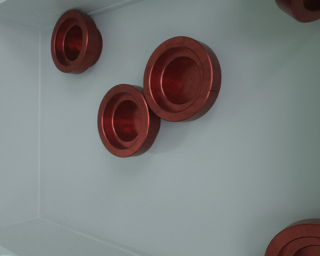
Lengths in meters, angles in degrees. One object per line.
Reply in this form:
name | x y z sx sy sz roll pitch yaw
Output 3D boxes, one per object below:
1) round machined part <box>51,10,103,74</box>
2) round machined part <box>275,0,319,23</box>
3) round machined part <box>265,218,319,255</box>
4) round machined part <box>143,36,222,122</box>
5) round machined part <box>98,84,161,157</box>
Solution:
round machined part | -0.131 -0.135 0.501 0.098 0.042 0.097 0 90 39
round machined part | 0.131 -0.140 0.251 0.097 0.099 0.042 -53 56 26
round machined part | 0.147 0.129 0.274 0.098 0.042 0.097 0 90 39
round machined part | 0.030 -0.056 0.369 0.098 0.042 0.097 0 90 39
round machined part | -0.038 -0.010 0.425 0.098 0.042 0.097 0 90 39
